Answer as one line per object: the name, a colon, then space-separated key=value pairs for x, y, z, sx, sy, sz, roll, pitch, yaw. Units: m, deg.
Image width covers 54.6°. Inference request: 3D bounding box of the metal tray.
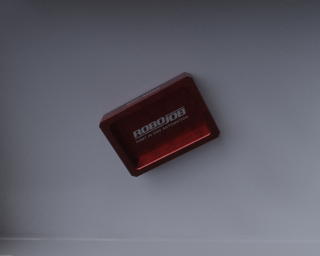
metal tray: x=0.000 y=-0.003 z=0.404 sx=0.130 sy=0.030 sz=0.090 roll=-27 pitch=108 yaw=9
